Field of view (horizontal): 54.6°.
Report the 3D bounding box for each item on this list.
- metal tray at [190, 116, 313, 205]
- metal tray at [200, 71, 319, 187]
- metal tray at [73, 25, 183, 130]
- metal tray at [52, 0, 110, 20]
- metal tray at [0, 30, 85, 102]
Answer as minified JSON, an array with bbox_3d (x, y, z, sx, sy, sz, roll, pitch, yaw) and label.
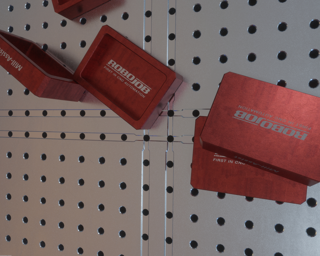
[{"bbox_3d":[0.106,0.035,0.372,0.130,0.030,0.090,5,92,20],"label":"metal tray"},{"bbox_3d":[0.120,-0.001,0.342,0.130,0.030,0.090,19,74,13],"label":"metal tray"},{"bbox_3d":[-0.047,-0.069,0.426,0.130,0.030,0.090,38,102,16],"label":"metal tray"},{"bbox_3d":[-0.124,-0.239,0.454,0.090,0.030,0.129,-18,84,19],"label":"metal tray"},{"bbox_3d":[-0.178,-0.089,0.441,0.130,0.090,0.030,38,103,16],"label":"metal tray"}]
